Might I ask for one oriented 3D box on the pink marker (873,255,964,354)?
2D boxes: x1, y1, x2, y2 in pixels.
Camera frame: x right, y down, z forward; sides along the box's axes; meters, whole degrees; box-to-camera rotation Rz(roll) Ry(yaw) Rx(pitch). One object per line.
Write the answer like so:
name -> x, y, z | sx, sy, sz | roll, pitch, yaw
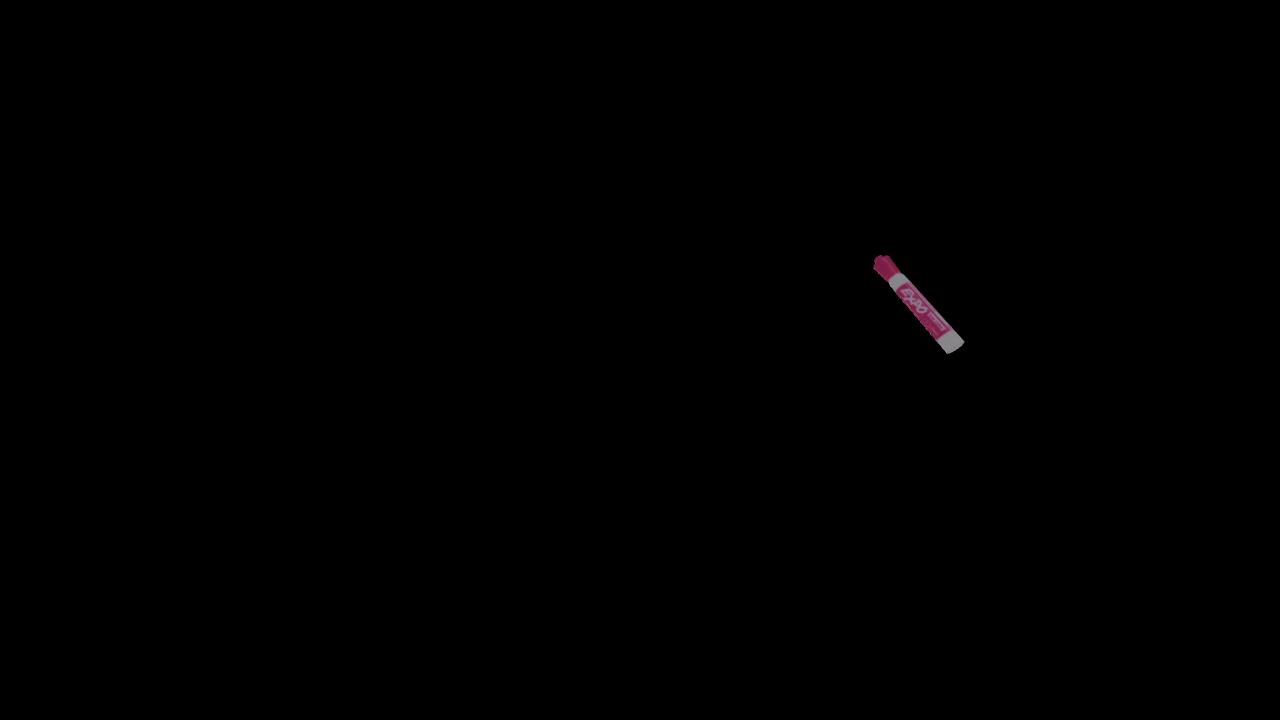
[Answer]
pink marker -> 0.273, -0.058, 0.610 | 0.020, 0.121, 0.020 | -24, -26, -13
